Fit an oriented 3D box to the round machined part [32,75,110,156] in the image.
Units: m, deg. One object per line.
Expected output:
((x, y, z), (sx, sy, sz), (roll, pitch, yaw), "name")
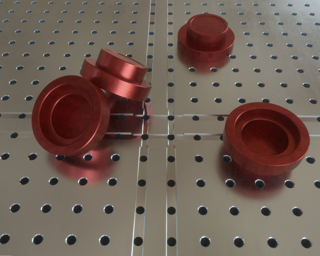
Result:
((-0.106, -0.013, 0.388), (0.098, 0.042, 0.098), (-3, 79, 18), "round machined part")

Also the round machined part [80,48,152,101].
((-0.056, -0.077, 0.428), (0.098, 0.042, 0.098), (23, 15, -6), "round machined part")

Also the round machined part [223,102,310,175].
((0.127, 0.017, 0.383), (0.099, 0.042, 0.098), (0, 50, 0), "round machined part")

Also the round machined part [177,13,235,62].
((0.080, -0.160, 0.532), (0.099, 0.042, 0.098), (0, 50, 0), "round machined part")
